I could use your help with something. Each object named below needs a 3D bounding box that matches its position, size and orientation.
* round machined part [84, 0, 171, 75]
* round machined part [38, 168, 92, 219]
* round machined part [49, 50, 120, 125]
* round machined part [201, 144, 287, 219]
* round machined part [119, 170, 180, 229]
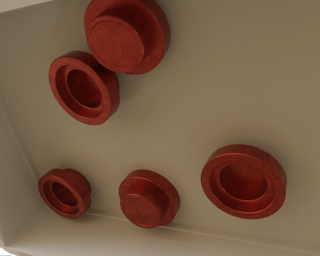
[{"bbox_3d":[-0.042,-0.100,0.344,0.098,0.042,0.097,14,136,15],"label":"round machined part"},{"bbox_3d":[-0.163,0.111,0.549,0.098,0.042,0.097,13,124,20],"label":"round machined part"},{"bbox_3d":[-0.093,-0.055,0.406,0.098,0.042,0.097,18,131,22],"label":"round machined part"},{"bbox_3d":[0.104,0.061,0.380,0.098,0.042,0.097,13,124,20],"label":"round machined part"},{"bbox_3d":[-0.022,0.116,0.480,0.098,0.042,0.097,13,124,20],"label":"round machined part"}]
